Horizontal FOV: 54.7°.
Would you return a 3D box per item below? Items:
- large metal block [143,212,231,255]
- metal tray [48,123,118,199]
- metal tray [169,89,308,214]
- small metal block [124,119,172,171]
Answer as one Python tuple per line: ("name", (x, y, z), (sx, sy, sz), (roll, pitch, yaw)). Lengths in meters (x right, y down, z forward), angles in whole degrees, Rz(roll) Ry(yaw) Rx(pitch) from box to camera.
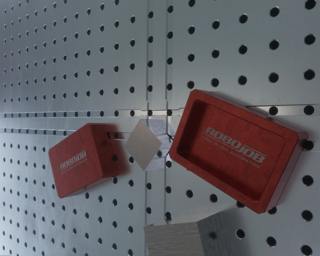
("large metal block", (0.034, 0.148, 0.365), (0.080, 0.050, 0.080), (-20, 78, 38))
("metal tray", (-0.132, 0.056, 0.516), (0.130, 0.030, 0.090), (-29, 72, 36))
("metal tray", (0.078, 0.020, 0.341), (0.130, 0.030, 0.089), (30, 108, 36))
("small metal block", (-0.016, 0.023, 0.423), (0.050, 0.025, 0.050), (47, 118, 30))
